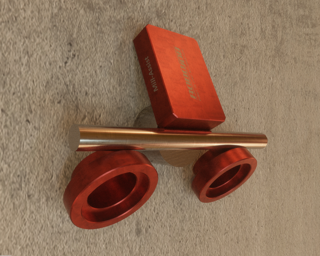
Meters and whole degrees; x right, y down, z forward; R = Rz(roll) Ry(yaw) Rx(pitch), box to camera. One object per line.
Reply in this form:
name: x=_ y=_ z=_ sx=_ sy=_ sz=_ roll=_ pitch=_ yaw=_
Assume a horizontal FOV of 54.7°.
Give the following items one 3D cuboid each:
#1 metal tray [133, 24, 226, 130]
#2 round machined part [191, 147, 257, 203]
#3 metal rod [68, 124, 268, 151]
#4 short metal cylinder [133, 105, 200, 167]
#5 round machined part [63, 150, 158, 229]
metal tray: x=0.024 y=-0.061 z=0.390 sx=0.091 sy=0.030 sz=0.130 roll=3 pitch=62 yaw=-40
round machined part: x=0.087 y=0.061 z=0.448 sx=0.099 sy=0.042 sz=0.097 roll=-22 pitch=144 yaw=-17
metal rod: x=0.038 y=0.014 z=0.376 sx=0.302 sy=0.025 sz=0.025 roll=3 pitch=88 yaw=-40
short metal cylinder: x=0.011 y=0.008 z=0.401 sx=0.081 sy=0.050 sz=0.079 roll=0 pitch=90 yaw=-40
round machined part: x=-0.055 y=0.059 z=0.330 sx=0.099 sy=0.042 sz=0.097 roll=-24 pitch=141 yaw=-21
